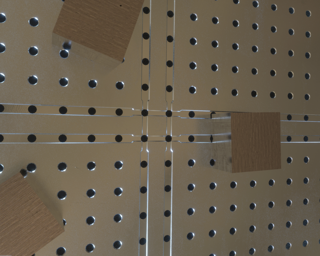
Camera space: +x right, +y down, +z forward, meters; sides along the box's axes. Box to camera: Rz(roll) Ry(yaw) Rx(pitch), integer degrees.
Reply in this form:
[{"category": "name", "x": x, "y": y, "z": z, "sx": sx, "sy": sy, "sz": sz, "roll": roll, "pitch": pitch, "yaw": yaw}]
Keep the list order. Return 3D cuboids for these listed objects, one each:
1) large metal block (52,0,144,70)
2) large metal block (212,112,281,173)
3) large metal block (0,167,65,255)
[{"category": "large metal block", "x": -0.075, "y": -0.127, "z": 0.371, "sx": 0.080, "sy": 0.050, "sz": 0.080, "roll": 20, "pitch": 83, "yaw": -19}, {"category": "large metal block", "x": 0.123, "y": 0.018, "z": 0.444, "sx": 0.081, "sy": 0.050, "sz": 0.080, "roll": -2, "pitch": 91, "yaw": -20}, {"category": "large metal block", "x": -0.164, "y": 0.100, "z": 0.339, "sx": 0.080, "sy": 0.050, "sz": 0.080, "roll": -35, "pitch": 102, "yaw": -17}]
